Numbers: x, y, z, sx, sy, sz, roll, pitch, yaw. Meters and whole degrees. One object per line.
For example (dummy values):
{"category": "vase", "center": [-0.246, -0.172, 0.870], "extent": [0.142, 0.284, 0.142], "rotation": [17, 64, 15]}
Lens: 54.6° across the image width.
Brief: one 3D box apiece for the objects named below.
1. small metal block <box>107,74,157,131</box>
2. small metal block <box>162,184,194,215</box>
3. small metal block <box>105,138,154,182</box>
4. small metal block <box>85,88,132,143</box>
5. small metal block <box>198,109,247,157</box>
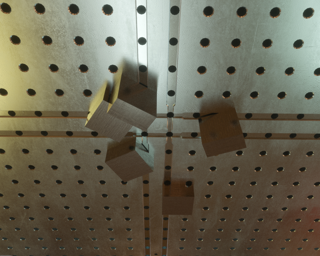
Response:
{"category": "small metal block", "center": [-0.032, -0.030, 0.369], "extent": [0.050, 0.050, 0.025], "rotation": [26, 125, -21]}
{"category": "small metal block", "center": [0.029, 0.119, 0.513], "extent": [0.050, 0.025, 0.050], "rotation": [1, 130, -1]}
{"category": "small metal block", "center": [-0.043, 0.048, 0.452], "extent": [0.050, 0.025, 0.050], "rotation": [-23, 127, 18]}
{"category": "small metal block", "center": [-0.061, -0.015, 0.398], "extent": [0.050, 0.025, 0.050], "rotation": [27, 125, -21]}
{"category": "small metal block", "center": [0.079, 0.006, 0.401], "extent": [0.050, 0.050, 0.025], "rotation": [-15, 128, 13]}
